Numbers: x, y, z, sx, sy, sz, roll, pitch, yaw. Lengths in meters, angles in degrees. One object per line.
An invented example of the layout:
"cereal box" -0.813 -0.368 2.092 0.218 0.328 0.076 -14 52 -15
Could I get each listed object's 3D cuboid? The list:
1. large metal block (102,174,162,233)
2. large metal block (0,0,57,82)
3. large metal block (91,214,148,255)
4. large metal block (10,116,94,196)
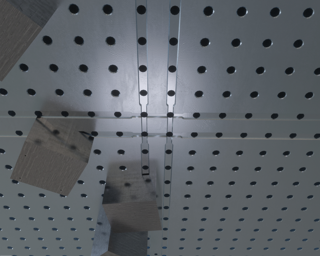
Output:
"large metal block" -0.041 0.123 0.499 0.080 0.050 0.080 -5 130 4
"large metal block" -0.164 -0.107 0.303 0.080 0.050 0.080 37 121 -27
"large metal block" -0.069 0.201 0.546 0.080 0.080 0.050 35 122 -26
"large metal block" -0.148 0.041 0.429 0.080 0.050 0.080 23 126 -19
